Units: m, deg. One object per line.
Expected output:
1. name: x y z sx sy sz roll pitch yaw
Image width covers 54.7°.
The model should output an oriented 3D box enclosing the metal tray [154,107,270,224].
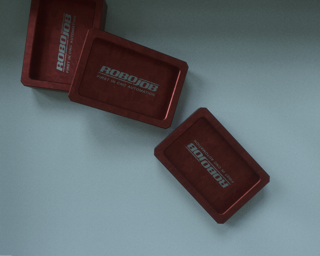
1. metal tray: 0.066 0.048 0.409 0.090 0.030 0.130 -43 91 0

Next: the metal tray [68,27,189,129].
1. metal tray: -0.039 -0.059 0.389 0.131 0.030 0.090 17 90 -18

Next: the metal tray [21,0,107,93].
1. metal tray: -0.124 -0.112 0.407 0.091 0.030 0.129 7 90 -1
